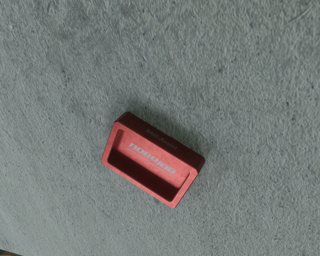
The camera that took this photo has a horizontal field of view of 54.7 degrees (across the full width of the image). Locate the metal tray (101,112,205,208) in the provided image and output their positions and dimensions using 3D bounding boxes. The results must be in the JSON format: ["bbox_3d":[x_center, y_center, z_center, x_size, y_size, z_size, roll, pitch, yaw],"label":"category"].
[{"bbox_3d":[-0.013,0.046,0.439,0.130,0.030,0.089,31,128,7],"label":"metal tray"}]
